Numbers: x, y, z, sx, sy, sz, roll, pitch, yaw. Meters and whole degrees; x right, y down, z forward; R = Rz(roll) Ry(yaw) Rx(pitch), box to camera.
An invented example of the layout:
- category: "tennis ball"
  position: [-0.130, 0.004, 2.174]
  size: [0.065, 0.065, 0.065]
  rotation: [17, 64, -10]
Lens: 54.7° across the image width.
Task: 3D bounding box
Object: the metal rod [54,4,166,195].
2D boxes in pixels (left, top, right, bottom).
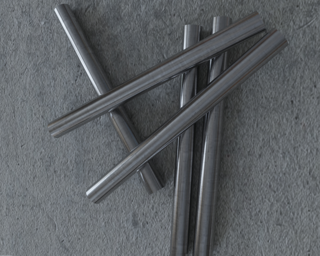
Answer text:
- category: "metal rod"
  position: [-0.074, -0.046, 0.435]
  size: [0.025, 0.025, 0.299]
  rotation: [-32, 80, 17]

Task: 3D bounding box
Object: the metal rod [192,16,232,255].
- category: "metal rod"
  position: [0.065, 0.015, 0.385]
  size: [0.025, 0.025, 0.298]
  rotation: [5, 92, 20]

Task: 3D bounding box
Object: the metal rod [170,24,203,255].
- category: "metal rod"
  position: [0.033, 0.021, 0.397]
  size: [0.025, 0.025, 0.298]
  rotation: [4, 91, 20]

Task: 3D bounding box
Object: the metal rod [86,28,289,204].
- category: "metal rod"
  position: [0.021, -0.004, 0.373]
  size: [0.299, 0.025, 0.025]
  rotation: [-41, 77, 15]

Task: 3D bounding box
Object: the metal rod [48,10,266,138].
- category: "metal rod"
  position: [-0.018, -0.058, 0.387]
  size: [0.300, 0.025, 0.025]
  rotation: [-25, 82, 18]
